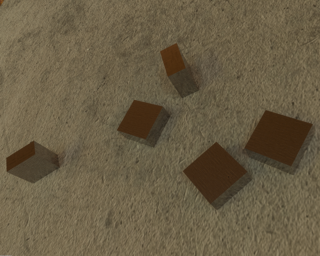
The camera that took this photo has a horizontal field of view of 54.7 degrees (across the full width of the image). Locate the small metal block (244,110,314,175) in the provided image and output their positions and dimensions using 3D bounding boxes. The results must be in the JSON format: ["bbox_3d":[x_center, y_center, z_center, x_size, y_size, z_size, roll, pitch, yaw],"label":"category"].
[{"bbox_3d":[0.126,0.014,0.329,0.050,0.025,0.050,23,74,36],"label":"small metal block"}]

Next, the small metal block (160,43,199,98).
[{"bbox_3d":[0.027,-0.077,0.421,0.025,0.050,0.050,-24,53,14],"label":"small metal block"}]

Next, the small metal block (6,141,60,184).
[{"bbox_3d":[-0.185,0.051,0.454,0.050,0.050,0.025,-31,52,8],"label":"small metal block"}]

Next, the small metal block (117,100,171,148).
[{"bbox_3d":[-0.022,-0.007,0.420,0.050,0.025,0.050,16,70,34],"label":"small metal block"}]

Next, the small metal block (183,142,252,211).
[{"bbox_3d":[0.062,0.052,0.339,0.050,0.025,0.050,-41,51,0],"label":"small metal block"}]
